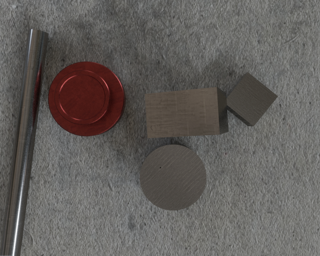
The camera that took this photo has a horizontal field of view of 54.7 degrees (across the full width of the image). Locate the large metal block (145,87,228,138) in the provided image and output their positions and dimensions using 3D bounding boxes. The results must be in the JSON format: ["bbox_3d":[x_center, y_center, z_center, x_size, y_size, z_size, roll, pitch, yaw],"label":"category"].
[{"bbox_3d":[0.036,-0.017,0.372,0.080,0.080,0.050,-3,90,19],"label":"large metal block"}]

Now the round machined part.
[{"bbox_3d":[-0.096,-0.038,0.400,0.099,0.042,0.097,0,90,-1],"label":"round machined part"}]

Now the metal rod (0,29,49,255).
[{"bbox_3d":[-0.179,0.022,0.407,0.025,0.025,0.298,7,90,-1],"label":"metal rod"}]

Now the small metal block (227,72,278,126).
[{"bbox_3d":[0.117,-0.037,0.412,0.050,0.025,0.050,39,90,-1],"label":"small metal block"}]

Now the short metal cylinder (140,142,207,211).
[{"bbox_3d":[0.016,0.060,0.398,0.081,0.050,0.079,0,90,-1],"label":"short metal cylinder"}]
